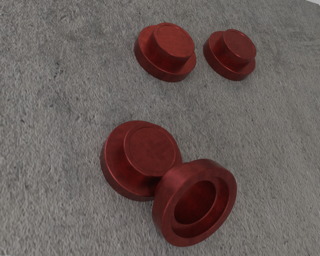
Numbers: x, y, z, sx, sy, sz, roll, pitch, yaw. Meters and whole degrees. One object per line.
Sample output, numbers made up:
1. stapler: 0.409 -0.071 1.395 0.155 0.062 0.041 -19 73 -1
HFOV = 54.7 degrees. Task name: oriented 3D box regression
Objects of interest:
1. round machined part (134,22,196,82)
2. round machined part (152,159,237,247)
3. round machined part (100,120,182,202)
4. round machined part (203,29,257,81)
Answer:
1. round machined part: 0.013 -0.122 0.474 0.099 0.042 0.098 14 56 -21
2. round machined part: 0.033 0.077 0.341 0.099 0.097 0.042 -6 25 -31
3. round machined part: -0.016 0.033 0.364 0.099 0.042 0.098 14 56 -21
4. round machined part: 0.129 -0.134 0.544 0.099 0.042 0.098 14 56 -21
